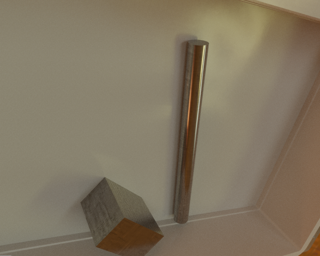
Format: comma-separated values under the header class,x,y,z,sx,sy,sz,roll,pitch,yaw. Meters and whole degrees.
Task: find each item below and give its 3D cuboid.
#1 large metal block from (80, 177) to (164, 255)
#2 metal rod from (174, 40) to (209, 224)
class,x,y,z,sx,sy,sz,roll,pitch,yaw
large metal block,-0.052,0.124,0.423,0.050,0.080,0.080,-47,130,4
metal rod,0.041,0.025,0.448,0.025,0.025,0.298,-12,124,-22
